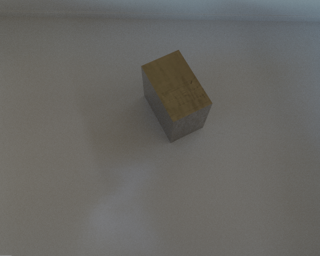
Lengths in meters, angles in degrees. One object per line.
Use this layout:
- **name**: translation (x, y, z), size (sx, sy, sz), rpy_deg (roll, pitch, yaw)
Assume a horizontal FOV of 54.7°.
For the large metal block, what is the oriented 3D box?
- **large metal block**: translation (0.018, -0.037, 0.394), size (0.050, 0.080, 0.080), rpy_deg (-26, 72, -9)
